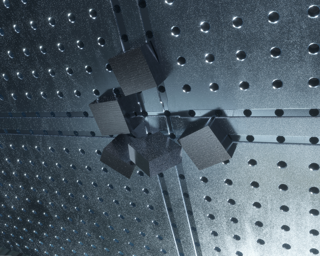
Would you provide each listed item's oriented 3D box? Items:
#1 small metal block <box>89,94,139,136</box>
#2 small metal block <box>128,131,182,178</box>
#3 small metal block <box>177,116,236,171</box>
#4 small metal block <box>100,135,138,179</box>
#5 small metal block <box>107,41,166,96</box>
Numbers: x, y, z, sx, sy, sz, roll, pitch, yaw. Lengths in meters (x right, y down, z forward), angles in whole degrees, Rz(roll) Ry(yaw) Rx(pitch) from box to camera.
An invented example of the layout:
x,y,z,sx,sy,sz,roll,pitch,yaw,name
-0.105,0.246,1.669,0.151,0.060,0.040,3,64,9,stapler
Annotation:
x,y,z,sx,sy,sz,roll,pitch,yaw,name
-0.064,-0.018,0.434,0.050,0.025,0.050,-5,116,30,small metal block
-0.006,0.033,0.408,0.050,0.050,0.025,34,137,46,small metal block
0.059,0.020,0.393,0.050,0.025,0.050,-29,103,37,small metal block
-0.049,0.038,0.445,0.050,0.050,0.025,31,128,8,small metal block
-0.028,-0.072,0.382,0.050,0.025,0.050,-12,113,33,small metal block
